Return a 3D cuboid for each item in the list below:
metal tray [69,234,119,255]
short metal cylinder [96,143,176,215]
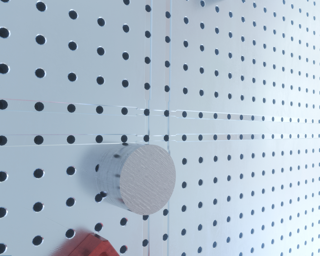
[{"bbox_3d":[-0.067,0.197,0.349,0.090,0.030,0.130,-43,116,-31],"label":"metal tray"},{"bbox_3d":[-0.028,0.058,0.370,0.081,0.050,0.079,0,90,-40],"label":"short metal cylinder"}]
